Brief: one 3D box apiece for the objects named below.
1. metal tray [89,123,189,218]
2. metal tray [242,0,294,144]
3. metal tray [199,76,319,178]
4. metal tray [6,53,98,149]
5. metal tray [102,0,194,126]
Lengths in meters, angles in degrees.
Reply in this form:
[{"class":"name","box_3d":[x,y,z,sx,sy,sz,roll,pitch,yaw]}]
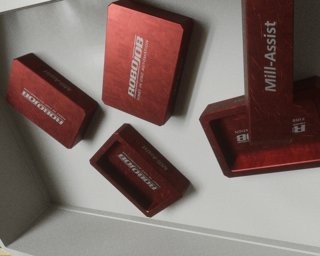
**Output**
[{"class":"metal tray","box_3d":[-0.033,0.066,0.461,0.130,0.030,0.090,44,129,-3]},{"class":"metal tray","box_3d":[0.085,-0.062,0.253,0.030,0.090,0.129,-3,107,14]},{"class":"metal tray","box_3d":[0.120,0.005,0.344,0.130,0.030,0.090,-14,112,33]},{"class":"metal tray","box_3d":[-0.165,-0.039,0.466,0.130,0.030,0.089,37,129,3]},{"class":"metal tray","box_3d":[-0.020,-0.075,0.368,0.090,0.030,0.129,22,127,14]}]
